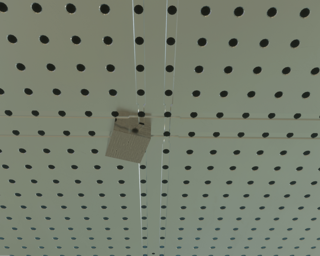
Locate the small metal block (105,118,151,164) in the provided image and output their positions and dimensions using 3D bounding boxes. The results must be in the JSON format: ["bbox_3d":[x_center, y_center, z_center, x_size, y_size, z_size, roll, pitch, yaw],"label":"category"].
[{"bbox_3d":[-0.044,0.018,0.427,0.050,0.025,0.050,14,129,-12],"label":"small metal block"}]
